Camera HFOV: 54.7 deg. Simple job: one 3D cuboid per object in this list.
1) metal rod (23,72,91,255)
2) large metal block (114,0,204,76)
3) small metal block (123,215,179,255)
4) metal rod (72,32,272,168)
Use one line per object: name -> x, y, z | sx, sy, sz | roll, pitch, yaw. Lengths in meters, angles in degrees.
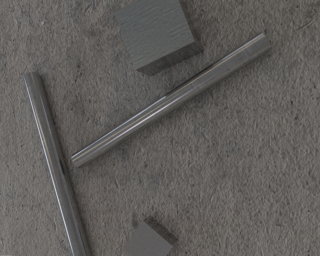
metal rod -> -0.154, 0.059, 0.463 | 0.025, 0.025, 0.299 | -20, 83, 19
large metal block -> 0.000, -0.122, 0.396 | 0.080, 0.050, 0.080 | -22, 83, 18
small metal block -> -0.012, 0.155, 0.413 | 0.050, 0.025, 0.050 | 37, 102, 16
metal rod -> 0.003, -0.027, 0.407 | 0.300, 0.025, 0.025 | -32, 80, 17
